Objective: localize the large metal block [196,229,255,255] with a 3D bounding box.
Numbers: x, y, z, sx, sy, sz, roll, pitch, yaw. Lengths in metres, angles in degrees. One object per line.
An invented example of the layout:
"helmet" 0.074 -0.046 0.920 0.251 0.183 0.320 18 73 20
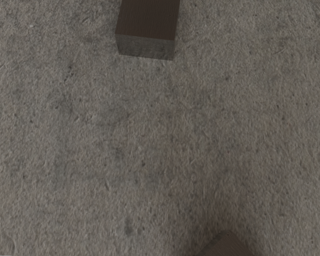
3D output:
"large metal block" 0.071 0.169 0.334 0.080 0.050 0.080 -39 75 -13

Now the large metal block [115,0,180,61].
"large metal block" -0.016 -0.150 0.449 0.080 0.050 0.080 7 70 2
